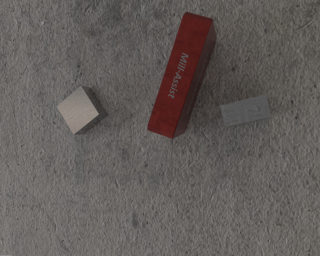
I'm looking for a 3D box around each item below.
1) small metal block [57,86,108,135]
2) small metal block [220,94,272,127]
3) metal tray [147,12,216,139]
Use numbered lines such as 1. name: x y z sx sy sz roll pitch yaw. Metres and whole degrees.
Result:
1. small metal block: -0.112 -0.025 0.449 0.050 0.025 0.050 -37 79 16
2. small metal block: 0.101 -0.019 0.360 0.050 0.050 0.025 -13 86 19
3. metal tray: 0.029 -0.056 0.362 0.030 0.090 0.129 19 97 11
